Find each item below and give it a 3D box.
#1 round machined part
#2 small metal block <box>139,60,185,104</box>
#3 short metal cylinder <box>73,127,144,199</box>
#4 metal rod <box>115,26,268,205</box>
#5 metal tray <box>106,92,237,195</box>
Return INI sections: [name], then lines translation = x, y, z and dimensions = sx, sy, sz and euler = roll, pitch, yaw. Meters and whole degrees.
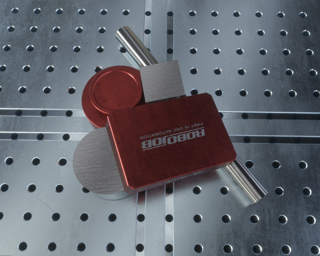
[round machined part]
translation = -0.056, -0.042, 0.412
dimensions = 0.099, 0.042, 0.098
euler = 0, 70, 1
[small metal block]
translation = 0.003, -0.056, 0.403
dimensions = 0.050, 0.025, 0.050
euler = -11, 73, 1
[short metal cylinder]
translation = -0.059, 0.044, 0.378
dimensions = 0.081, 0.050, 0.080
euler = 0, 70, 0
[metal rod]
translation = 0.033, -0.028, 0.418
dimensions = 0.025, 0.025, 0.300
euler = -35, 74, -12
[metal tray]
translation = 0.012, 0.015, 0.359
dimensions = 0.131, 0.030, 0.090
euler = -13, 70, -18
